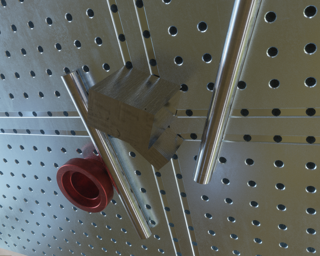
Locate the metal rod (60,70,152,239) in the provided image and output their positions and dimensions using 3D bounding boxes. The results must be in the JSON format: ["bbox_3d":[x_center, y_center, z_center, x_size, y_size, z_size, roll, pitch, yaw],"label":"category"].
[{"bbox_3d":[-0.075,0.054,0.482,0.025,0.025,0.298,-8,115,31],"label":"metal rod"}]

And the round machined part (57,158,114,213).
[{"bbox_3d":[-0.119,0.090,0.516,0.098,0.042,0.097,13,124,20],"label":"round machined part"}]

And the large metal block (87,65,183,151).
[{"bbox_3d":[-0.029,-0.027,0.373,0.080,0.080,0.050,23,127,14],"label":"large metal block"}]

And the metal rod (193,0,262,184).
[{"bbox_3d":[0.074,-0.054,0.338,0.025,0.025,0.298,19,126,16],"label":"metal rod"}]

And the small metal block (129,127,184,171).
[{"bbox_3d":[-0.003,0.019,0.407,0.050,0.050,0.025,43,129,-2],"label":"small metal block"}]
